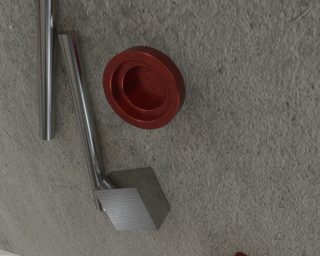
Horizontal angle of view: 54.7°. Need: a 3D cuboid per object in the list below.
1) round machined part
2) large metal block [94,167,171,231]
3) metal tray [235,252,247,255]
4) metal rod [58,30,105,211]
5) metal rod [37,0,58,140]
[{"bbox_3d":[-0.015,-0.051,0.371,0.098,0.042,0.097,13,124,20],"label":"round machined part"},{"bbox_3d":[-0.041,0.111,0.479,0.080,0.050,0.080,-11,113,32],"label":"large metal block"},{"bbox_3d":[0.139,0.263,0.492,0.090,0.030,0.129,25,127,12],"label":"metal tray"},{"bbox_3d":[-0.108,0.008,0.465,0.025,0.025,0.298,10,123,22],"label":"metal rod"},{"bbox_3d":[-0.153,-0.104,0.420,0.025,0.025,0.298,25,127,12],"label":"metal rod"}]
